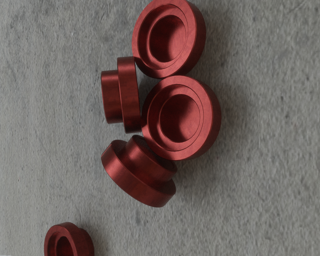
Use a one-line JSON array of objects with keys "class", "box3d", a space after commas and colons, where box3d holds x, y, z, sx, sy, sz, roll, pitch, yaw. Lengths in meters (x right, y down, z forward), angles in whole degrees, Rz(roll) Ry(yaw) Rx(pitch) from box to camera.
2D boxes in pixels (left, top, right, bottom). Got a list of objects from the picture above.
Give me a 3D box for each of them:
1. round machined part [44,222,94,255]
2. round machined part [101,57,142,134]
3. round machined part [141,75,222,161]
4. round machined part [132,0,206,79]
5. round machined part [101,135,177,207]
[{"class": "round machined part", "box3d": [-0.146, 0.205, 0.512, 0.098, 0.042, 0.097, 0, 90, 39]}, {"class": "round machined part", "box3d": [-0.050, -0.041, 0.396, 0.042, 0.098, 0.097, -6, 85, -5]}, {"class": "round machined part", "box3d": [0.028, -0.011, 0.366, 0.098, 0.042, 0.097, -3, 85, 37]}, {"class": "round machined part", "box3d": [0.015, -0.107, 0.380, 0.098, 0.042, 0.097, 0, 90, 39]}, {"class": "round machined part", "box3d": [-0.018, 0.045, 0.373, 0.042, 0.098, 0.098, -51, 59, 11]}]
